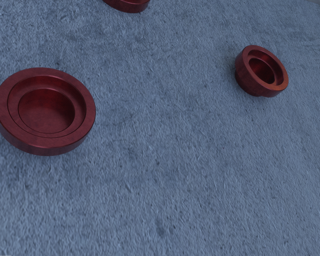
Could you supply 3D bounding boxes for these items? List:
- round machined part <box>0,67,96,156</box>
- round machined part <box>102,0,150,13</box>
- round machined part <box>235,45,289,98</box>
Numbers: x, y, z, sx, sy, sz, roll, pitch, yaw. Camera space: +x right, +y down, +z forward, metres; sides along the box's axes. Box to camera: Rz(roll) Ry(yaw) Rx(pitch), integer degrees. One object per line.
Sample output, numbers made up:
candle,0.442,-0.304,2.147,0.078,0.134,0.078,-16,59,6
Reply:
round machined part,-0.123,-0.014,0.335,0.099,0.042,0.098,14,56,-21
round machined part,-0.057,-0.240,0.509,0.099,0.042,0.098,14,56,-21
round machined part,0.171,-0.094,0.542,0.099,0.042,0.098,14,56,-21
